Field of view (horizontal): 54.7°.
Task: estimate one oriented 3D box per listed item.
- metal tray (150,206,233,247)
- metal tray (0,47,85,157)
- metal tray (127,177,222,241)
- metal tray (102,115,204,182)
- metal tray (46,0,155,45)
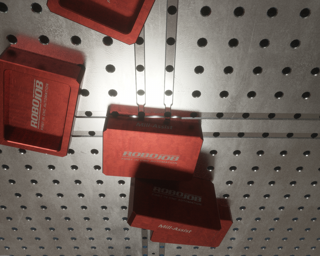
[{"bbox_3d":[0.054,0.174,0.558,0.131,0.030,0.089,8,130,-7],"label":"metal tray"},{"bbox_3d":[-0.151,-0.025,0.384,0.091,0.030,0.129,14,129,-12],"label":"metal tray"},{"bbox_3d":[0.021,0.110,0.463,0.131,0.090,0.030,15,129,-13],"label":"metal tray"},{"bbox_3d":[-0.013,0.031,0.435,0.131,0.030,0.089,5,130,-5],"label":"metal tray"},{"bbox_3d":[-0.040,-0.151,0.278,0.091,0.030,0.129,20,127,-17],"label":"metal tray"}]
